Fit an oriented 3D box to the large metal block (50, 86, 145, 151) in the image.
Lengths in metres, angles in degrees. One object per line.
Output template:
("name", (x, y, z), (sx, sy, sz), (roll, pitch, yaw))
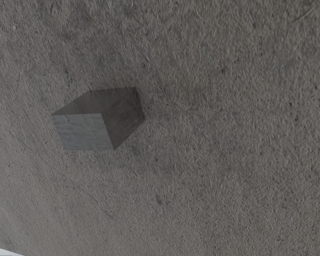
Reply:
("large metal block", (-0.078, -0.013, 0.405), (0.080, 0.080, 0.050), (-1, 118, 29))
